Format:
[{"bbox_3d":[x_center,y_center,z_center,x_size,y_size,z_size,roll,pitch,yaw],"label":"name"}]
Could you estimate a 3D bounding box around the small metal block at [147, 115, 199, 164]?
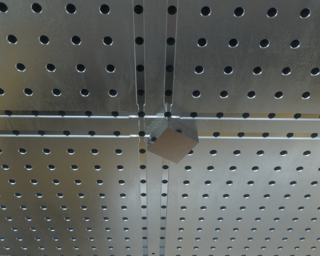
[{"bbox_3d":[0.017,0.017,0.426,0.050,0.025,0.050,26,125,-21],"label":"small metal block"}]
